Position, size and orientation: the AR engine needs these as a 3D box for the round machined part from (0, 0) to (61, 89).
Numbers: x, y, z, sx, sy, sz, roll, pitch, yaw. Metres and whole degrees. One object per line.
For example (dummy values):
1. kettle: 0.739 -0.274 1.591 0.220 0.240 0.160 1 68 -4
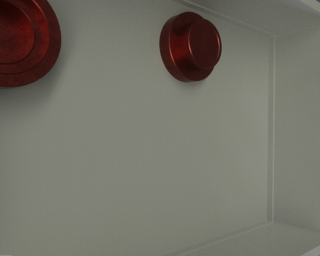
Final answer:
1. round machined part: -0.144 -0.083 0.276 0.099 0.042 0.097 0 90 -40

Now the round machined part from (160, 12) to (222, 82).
1. round machined part: 0.050 -0.116 0.440 0.099 0.042 0.097 0 90 -40
